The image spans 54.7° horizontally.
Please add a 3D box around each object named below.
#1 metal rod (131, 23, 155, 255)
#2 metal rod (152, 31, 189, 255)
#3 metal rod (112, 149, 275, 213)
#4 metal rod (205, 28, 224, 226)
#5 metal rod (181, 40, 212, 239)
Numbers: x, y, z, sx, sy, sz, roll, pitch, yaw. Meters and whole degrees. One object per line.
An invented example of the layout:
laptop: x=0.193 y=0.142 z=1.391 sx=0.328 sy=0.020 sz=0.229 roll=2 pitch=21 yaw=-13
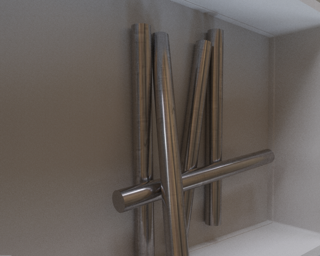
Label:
metal rod: x=-0.021 y=0.022 z=0.390 sx=0.025 sy=0.025 sz=0.298 roll=-2 pitch=91 yaw=-40
metal rod: x=0.010 y=0.022 z=0.366 sx=0.025 sy=0.025 sz=0.299 roll=10 pitch=68 yaw=-40
metal rod: x=0.070 y=0.064 z=0.433 sx=0.302 sy=0.025 sz=0.025 roll=-8 pitch=95 yaw=-40
metal rod: x=0.084 y=-0.001 z=0.479 sx=0.025 sy=0.025 sz=0.298 roll=1 pitch=89 yaw=-40
metal rod: x=0.045 y=0.020 z=0.446 sx=0.025 sy=0.025 sz=0.298 roll=13 pitch=82 yaw=-40
